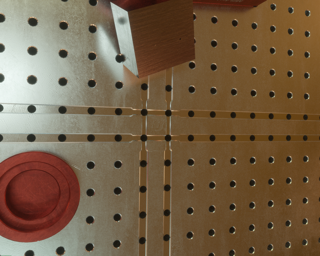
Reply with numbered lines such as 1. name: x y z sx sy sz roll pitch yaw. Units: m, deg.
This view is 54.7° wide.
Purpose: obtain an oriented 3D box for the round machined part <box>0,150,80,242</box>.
1. round machined part: -0.143 0.074 0.351 0.099 0.042 0.097 0 90 -20

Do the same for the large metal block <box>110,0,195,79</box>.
1. large metal block: -0.006 -0.117 0.378 0.081 0.050 0.080 -23 130 -19

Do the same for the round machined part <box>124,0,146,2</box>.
1. round machined part: -0.039 -0.207 0.389 0.099 0.042 0.097 0 90 -20

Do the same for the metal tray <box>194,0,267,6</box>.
1. metal tray: 0.095 -0.228 0.444 0.131 0.030 0.089 -5 92 -20
